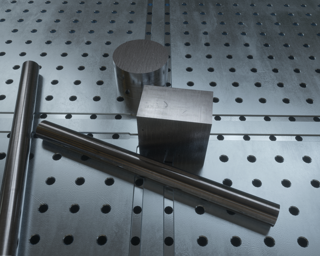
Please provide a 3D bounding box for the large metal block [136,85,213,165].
[{"bbox_3d":[0.018,-0.002,0.374,0.080,0.080,0.050,6,51,5],"label":"large metal block"}]

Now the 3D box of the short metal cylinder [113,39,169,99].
[{"bbox_3d":[-0.028,-0.089,0.466,0.081,0.050,0.080,0,50,0],"label":"short metal cylinder"}]

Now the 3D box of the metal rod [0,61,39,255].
[{"bbox_3d":[-0.176,0.018,0.390,0.025,0.025,0.300,-7,50,-7],"label":"metal rod"}]

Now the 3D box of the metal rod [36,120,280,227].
[{"bbox_3d":[-0.015,0.048,0.367,0.301,0.025,0.025,18,52,14],"label":"metal rod"}]

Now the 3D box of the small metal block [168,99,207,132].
[{"bbox_3d":[0.037,-0.020,0.409,0.050,0.050,0.025,7,51,6],"label":"small metal block"}]
